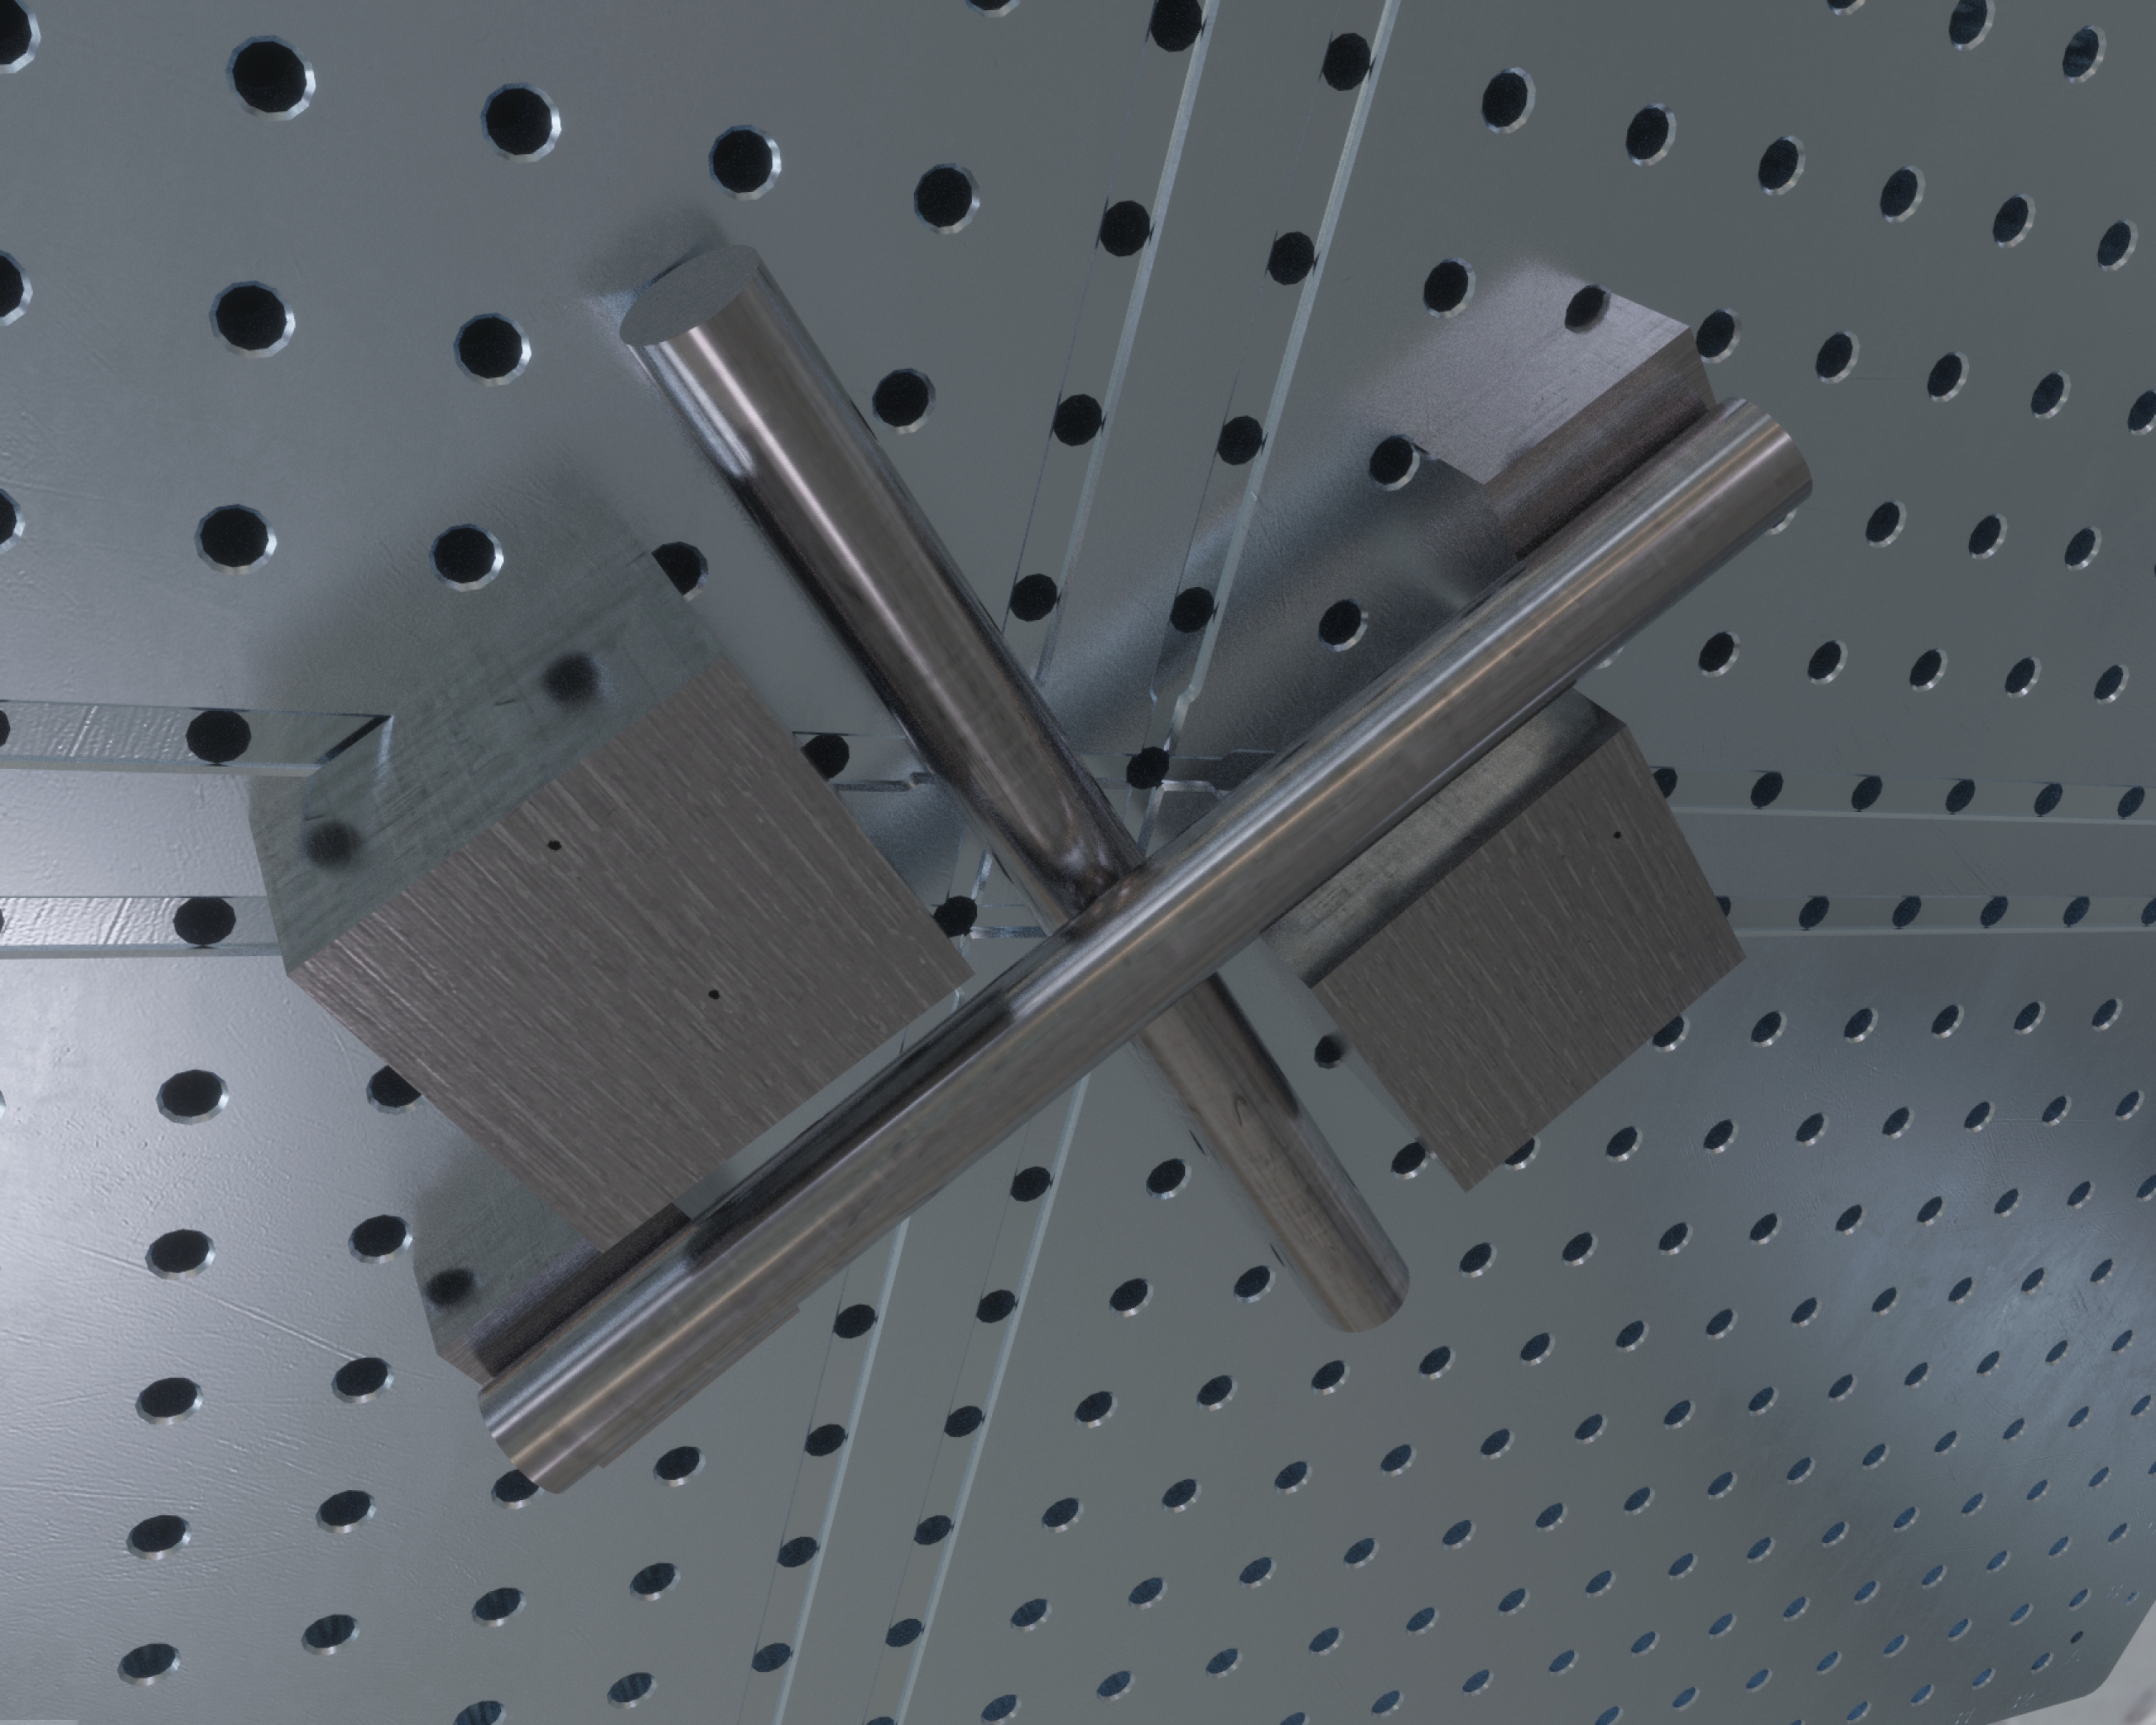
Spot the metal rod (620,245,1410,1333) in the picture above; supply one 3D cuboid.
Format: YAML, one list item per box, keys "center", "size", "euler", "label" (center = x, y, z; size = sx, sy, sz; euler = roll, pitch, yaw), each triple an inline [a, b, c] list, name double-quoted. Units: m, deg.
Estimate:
- center: [0.005, 0.008, 0.417]
  size: [0.025, 0.025, 0.300]
  euler: [-37, 129, -4]
  label: "metal rod"

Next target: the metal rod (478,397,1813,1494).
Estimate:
- center: [0.014, 0.014, 0.395]
  size: [0.301, 0.025, 0.025]
  euler: [-38, 129, -2]
  label: "metal rod"

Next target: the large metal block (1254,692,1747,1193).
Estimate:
- center: [0.085, 0.011, 0.448]
  size: [0.080, 0.050, 0.080]
  euler: [-40, 129, -1]
  label: "large metal block"

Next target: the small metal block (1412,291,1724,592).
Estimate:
- center: [0.103, -0.077, 0.420]
  size: [0.050, 0.025, 0.050]
  euler: [-38, 129, -3]
  label: "small metal block"

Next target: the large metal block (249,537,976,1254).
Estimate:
- center: [-0.078, 0.006, 0.356]
  size: [0.080, 0.050, 0.080]
  euler: [-37, 129, -3]
  label: "large metal block"

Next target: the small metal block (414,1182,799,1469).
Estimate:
- center: [-0.093, 0.085, 0.413]
  size: [0.050, 0.025, 0.050]
  euler: [-39, 129, -2]
  label: "small metal block"
